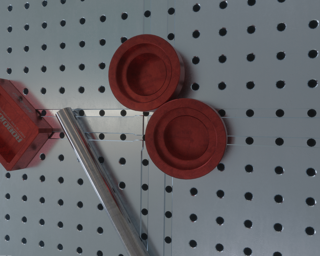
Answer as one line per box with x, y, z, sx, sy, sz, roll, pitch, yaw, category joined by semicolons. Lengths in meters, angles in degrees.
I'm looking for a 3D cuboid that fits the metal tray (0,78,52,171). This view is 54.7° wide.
-0.244;-0.007;0.495;0.130;0.030;0.090;44;103;14;metal tray

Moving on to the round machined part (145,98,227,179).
0.034;0.011;0.387;0.098;0.042;0.097;1;96;15;round machined part

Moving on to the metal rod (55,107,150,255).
-0.070;0.103;0.437;0.025;0.025;0.299;-33;79;17;metal rod

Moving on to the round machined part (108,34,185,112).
-0.015;-0.070;0.409;0.098;0.042;0.097;0;90;20;round machined part
